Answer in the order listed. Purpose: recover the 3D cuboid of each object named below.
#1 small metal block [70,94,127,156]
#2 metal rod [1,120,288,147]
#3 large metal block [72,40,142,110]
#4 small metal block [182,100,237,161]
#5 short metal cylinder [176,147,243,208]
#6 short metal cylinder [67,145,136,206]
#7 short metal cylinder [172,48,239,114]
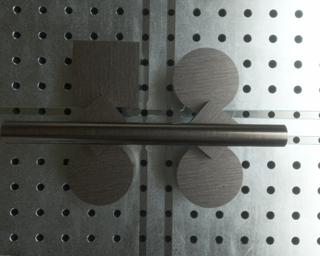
[{"bbox_3d":[-0.068,-0.003,0.363,0.050,0.025,0.050,-40,90,0],"label":"small metal block"},{"bbox_3d":[-0.016,0.006,0.338,0.302,0.025,0.025,1,90,0],"label":"metal rod"},{"bbox_3d":[-0.066,-0.066,0.400,0.081,0.050,0.080,1,90,0],"label":"large metal block"},{"bbox_3d":[0.060,0.003,0.364,0.050,0.025,0.050,40,90,0],"label":"small metal block"},{"bbox_3d":[0.061,0.057,0.401,0.081,0.050,0.080,0,90,0],"label":"short metal cylinder"},{"bbox_3d":[-0.073,0.054,0.399,0.081,0.050,0.080,0,90,0],"label":"short metal cylinder"},{"bbox_3d":[0.056,-0.058,0.401,0.081,0.050,0.080,0,90,0],"label":"short metal cylinder"}]
